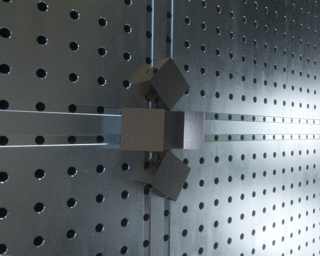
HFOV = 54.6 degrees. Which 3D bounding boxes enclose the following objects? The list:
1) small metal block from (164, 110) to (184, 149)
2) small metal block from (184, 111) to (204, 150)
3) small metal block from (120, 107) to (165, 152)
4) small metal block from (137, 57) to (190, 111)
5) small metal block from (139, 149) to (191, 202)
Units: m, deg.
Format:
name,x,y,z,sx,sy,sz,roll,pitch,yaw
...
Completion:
name,x,y,z,sx,sy,sz,roll,pitch,yaw
small metal block,0.007,0.003,0.413,0.050,0.025,0.050,2,88,-40
small metal block,0.048,0.004,0.431,0.050,0.025,0.050,11,80,-80
small metal block,-0.021,0.002,0.374,0.050,0.025,0.050,2,89,-4
small metal block,0.006,-0.057,0.413,0.050,0.025,0.050,-52,120,-28
small metal block,0.008,0.063,0.414,0.050,0.025,0.050,41,66,-31
